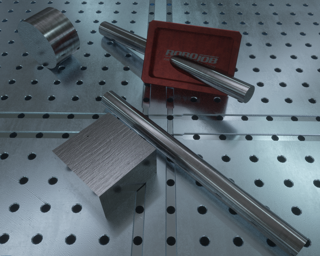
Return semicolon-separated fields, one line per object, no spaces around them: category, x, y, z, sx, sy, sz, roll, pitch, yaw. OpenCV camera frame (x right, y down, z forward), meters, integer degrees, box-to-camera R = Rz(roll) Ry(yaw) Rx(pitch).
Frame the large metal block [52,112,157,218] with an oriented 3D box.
large metal block;-0.061;0.040;0.357;0.080;0.050;0.080;36;59;26

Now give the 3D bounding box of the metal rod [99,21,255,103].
metal rod;0.008;-0.111;0.479;0.300;0.025;0.025;32;57;32

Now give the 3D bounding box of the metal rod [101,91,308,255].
metal rod;0.033;0.039;0.375;0.300;0.025;0.025;37;59;27

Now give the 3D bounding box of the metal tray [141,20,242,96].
metal tray;0.044;-0.101;0.451;0.131;0.089;0.030;10;11;8

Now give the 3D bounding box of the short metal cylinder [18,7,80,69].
short metal cylinder;-0.175;-0.142;0.490;0.080;0.080;0.050;28;56;21
